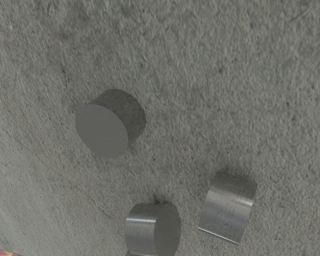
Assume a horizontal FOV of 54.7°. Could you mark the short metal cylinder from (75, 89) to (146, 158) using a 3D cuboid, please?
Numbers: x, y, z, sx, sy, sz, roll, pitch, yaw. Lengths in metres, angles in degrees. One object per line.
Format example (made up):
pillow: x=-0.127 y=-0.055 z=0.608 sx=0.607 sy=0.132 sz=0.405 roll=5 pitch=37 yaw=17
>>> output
short metal cylinder: x=-0.066 y=-0.006 z=0.420 sx=0.080 sy=0.050 sz=0.079 roll=13 pitch=124 yaw=20

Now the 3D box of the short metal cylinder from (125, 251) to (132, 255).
short metal cylinder: x=-0.026 y=0.244 z=0.534 sx=0.050 sy=0.080 sz=0.079 roll=6 pitch=121 yaw=25

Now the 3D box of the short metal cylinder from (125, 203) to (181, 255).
short metal cylinder: x=-0.009 y=0.155 z=0.471 sx=0.050 sy=0.080 sz=0.080 roll=-6 pitch=115 yaw=31

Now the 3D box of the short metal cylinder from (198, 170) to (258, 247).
short metal cylinder: x=0.085 y=0.099 z=0.387 sx=0.050 sy=0.080 sz=0.079 roll=17 pitch=125 yaw=18
